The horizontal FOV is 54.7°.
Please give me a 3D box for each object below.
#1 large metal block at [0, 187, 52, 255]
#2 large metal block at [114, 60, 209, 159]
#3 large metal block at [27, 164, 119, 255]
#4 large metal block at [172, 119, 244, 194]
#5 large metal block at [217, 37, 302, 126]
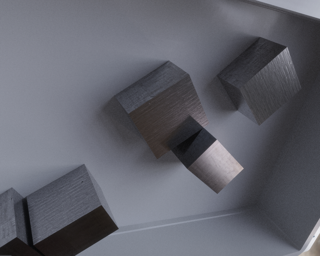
[{"bbox_3d":[-0.168,0.131,0.363,0.050,0.080,0.080,-33,129,-8],"label":"large metal block"},{"bbox_3d":[0.004,-0.022,0.382,0.080,0.050,0.080,-34,129,-6],"label":"large metal block"},{"bbox_3d":[-0.108,0.103,0.379,0.080,0.080,0.050,-30,129,-10],"label":"large metal block"},{"bbox_3d":[0.056,0.033,0.426,0.050,0.080,0.080,-45,130,3],"label":"large metal block"},{"bbox_3d":[0.139,-0.064,0.431,0.080,0.050,0.080,-42,130,0],"label":"large metal block"}]
